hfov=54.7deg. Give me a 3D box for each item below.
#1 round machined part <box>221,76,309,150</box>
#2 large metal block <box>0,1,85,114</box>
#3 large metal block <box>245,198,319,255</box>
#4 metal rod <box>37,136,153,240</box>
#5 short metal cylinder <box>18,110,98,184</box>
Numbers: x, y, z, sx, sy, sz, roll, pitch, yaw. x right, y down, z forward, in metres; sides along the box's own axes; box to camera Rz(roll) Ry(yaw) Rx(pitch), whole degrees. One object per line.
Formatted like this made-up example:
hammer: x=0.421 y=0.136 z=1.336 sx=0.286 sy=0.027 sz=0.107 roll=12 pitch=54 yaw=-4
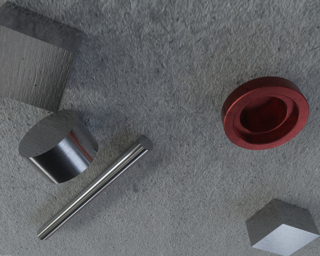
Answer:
round machined part: x=0.124 y=-0.022 z=0.380 sx=0.099 sy=0.042 sz=0.097 roll=-1 pitch=130 yaw=0
large metal block: x=-0.134 y=-0.072 z=0.327 sx=0.081 sy=0.050 sz=0.079 roll=19 pitch=128 yaw=-16
large metal block: x=0.213 y=0.176 z=0.545 sx=0.080 sy=0.050 sz=0.079 roll=21 pitch=127 yaw=-18
metal rod: x=-0.116 y=0.108 z=0.497 sx=0.025 sy=0.025 sz=0.299 roll=33 pitch=122 yaw=-25
short metal cylinder: x=-0.126 y=0.022 z=0.388 sx=0.080 sy=0.080 sz=0.050 roll=-19 pitch=128 yaw=15
